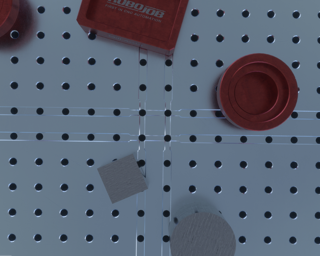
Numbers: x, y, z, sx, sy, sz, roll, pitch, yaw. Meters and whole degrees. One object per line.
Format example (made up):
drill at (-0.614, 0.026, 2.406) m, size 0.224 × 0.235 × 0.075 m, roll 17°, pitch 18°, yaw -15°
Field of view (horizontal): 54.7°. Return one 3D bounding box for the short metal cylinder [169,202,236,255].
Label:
short metal cylinder at (0.052, 0.142, 0.402) m, size 0.081 × 0.050 × 0.079 m, roll 0°, pitch 90°, yaw -1°

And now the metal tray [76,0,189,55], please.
metal tray at (-0.033, -0.159, 0.410) m, size 0.131 × 0.030 × 0.090 m, roll 16°, pitch 90°, yaw -1°

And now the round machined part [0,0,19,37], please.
round machined part at (-0.232, -0.160, 0.402) m, size 0.099 × 0.042 × 0.097 m, roll 0°, pitch 90°, yaw -1°

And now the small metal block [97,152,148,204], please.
small metal block at (-0.048, 0.066, 0.413) m, size 0.050 × 0.025 × 0.050 m, roll -23°, pitch 90°, yaw -1°

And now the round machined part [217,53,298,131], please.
round machined part at (0.124, -0.045, 0.407) m, size 0.099 × 0.042 × 0.097 m, roll 0°, pitch 90°, yaw -1°
